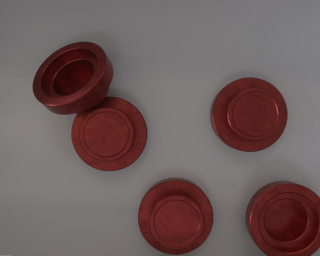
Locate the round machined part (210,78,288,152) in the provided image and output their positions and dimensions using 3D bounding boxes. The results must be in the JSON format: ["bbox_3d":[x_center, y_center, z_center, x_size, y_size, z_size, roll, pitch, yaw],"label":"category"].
[{"bbox_3d":[0.118,-0.017,0.404,0.099,0.042,0.097,0,90,0],"label":"round machined part"}]

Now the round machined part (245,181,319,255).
[{"bbox_3d":[0.160,0.117,0.404,0.099,0.042,0.097,0,90,0],"label":"round machined part"}]

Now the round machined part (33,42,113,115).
[{"bbox_3d":[-0.103,-0.057,0.387,0.098,0.042,0.098,-9,58,15],"label":"round machined part"}]

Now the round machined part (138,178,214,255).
[{"bbox_3d":[0.021,0.117,0.403,0.099,0.042,0.097,0,90,0],"label":"round machined part"}]

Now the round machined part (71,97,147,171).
[{"bbox_3d":[-0.066,0.008,0.402,0.099,0.042,0.097,0,90,0],"label":"round machined part"}]
